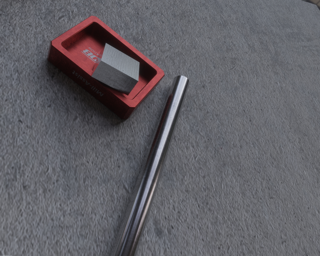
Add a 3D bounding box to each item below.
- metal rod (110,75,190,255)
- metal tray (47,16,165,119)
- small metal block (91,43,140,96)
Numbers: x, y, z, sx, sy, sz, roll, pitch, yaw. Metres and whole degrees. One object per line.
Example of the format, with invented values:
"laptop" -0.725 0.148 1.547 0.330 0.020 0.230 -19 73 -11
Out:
"metal rod" -0.007 0.044 0.374 0.025 0.025 0.300 28 52 -11
"metal tray" -0.069 -0.083 0.415 0.130 0.030 0.090 39 51 -3
"small metal block" -0.055 -0.075 0.391 0.050 0.025 0.050 27 33 -21
